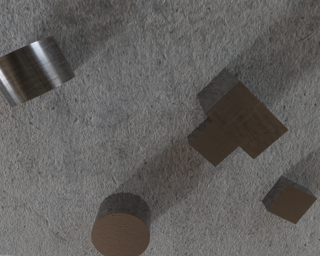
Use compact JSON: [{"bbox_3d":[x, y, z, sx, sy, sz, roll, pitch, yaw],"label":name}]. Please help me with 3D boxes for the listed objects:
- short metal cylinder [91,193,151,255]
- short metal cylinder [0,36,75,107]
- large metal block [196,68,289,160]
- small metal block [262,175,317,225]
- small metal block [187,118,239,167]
[{"bbox_3d":[-0.054,0.141,0.448,0.081,0.050,0.079,0,110,0],"label":"short metal cylinder"},{"bbox_3d":[-0.146,-0.065,0.355,0.080,0.080,0.050,-22,109,8],"label":"short metal cylinder"},{"bbox_3d":[0.095,-0.020,0.374,0.080,0.080,0.050,41,105,-14],"label":"large metal block"},{"bbox_3d":[0.187,0.105,0.450,0.050,0.025,0.050,27,108,-10],"label":"small metal block"},{"bbox_3d":[0.073,0.015,0.416,0.050,0.025,0.050,41,105,-14],"label":"small metal block"}]
